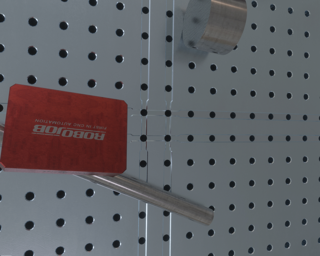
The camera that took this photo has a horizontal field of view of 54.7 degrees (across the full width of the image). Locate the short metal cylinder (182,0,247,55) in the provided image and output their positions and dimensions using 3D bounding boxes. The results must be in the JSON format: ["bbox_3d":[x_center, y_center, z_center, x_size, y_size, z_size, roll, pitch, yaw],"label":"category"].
[{"bbox_3d":[0.070,-0.141,0.409,0.050,0.080,0.080,7,88,-20],"label":"short metal cylinder"}]

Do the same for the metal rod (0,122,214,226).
[{"bbox_3d":[-0.060,0.065,0.390,0.302,0.025,0.025,26,82,-18],"label":"metal rod"}]

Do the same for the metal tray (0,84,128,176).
[{"bbox_3d":[-0.104,0.006,0.353,0.131,0.030,0.090,7,72,-25],"label":"metal tray"}]
